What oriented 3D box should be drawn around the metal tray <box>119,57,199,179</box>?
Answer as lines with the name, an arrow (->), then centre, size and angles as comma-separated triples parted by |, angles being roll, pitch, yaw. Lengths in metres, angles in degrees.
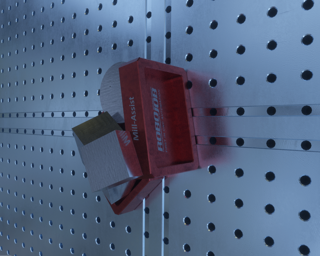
metal tray -> 0.001, -0.010, 0.364 | 0.030, 0.091, 0.129 | -12, 83, 39

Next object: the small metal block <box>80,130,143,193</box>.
small metal block -> -0.052, 0.035, 0.327 | 0.050, 0.025, 0.050 | -25, 74, 25

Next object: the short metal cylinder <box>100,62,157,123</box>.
short metal cylinder -> -0.036, -0.046, 0.420 | 0.080, 0.050, 0.079 | 0, 90, 39

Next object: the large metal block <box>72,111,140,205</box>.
large metal block -> -0.066, 0.039, 0.405 | 0.080, 0.050, 0.080 | 47, 153, 29

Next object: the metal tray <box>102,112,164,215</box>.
metal tray -> -0.061, 0.047, 0.452 | 0.090, 0.030, 0.130 | -50, 61, 28
